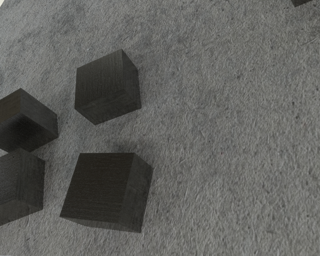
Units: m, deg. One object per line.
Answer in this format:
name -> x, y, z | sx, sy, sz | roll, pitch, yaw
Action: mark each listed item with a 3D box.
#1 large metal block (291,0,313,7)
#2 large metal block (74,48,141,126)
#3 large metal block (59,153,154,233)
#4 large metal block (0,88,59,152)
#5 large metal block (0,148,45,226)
large metal block -> 0.207, -0.222, 0.415 | 0.080, 0.050, 0.080 | -19, 54, 17
large metal block -> -0.078, -0.061, 0.466 | 0.080, 0.050, 0.080 | -19, 54, 17
large metal block -> -0.062, 0.077, 0.373 | 0.080, 0.050, 0.080 | -3, 60, 27
large metal block -> -0.221, -0.005, 0.488 | 0.080, 0.080, 0.050 | -27, 53, 11
large metal block -> -0.218, 0.087, 0.450 | 0.080, 0.050, 0.080 | -23, 53, 14
